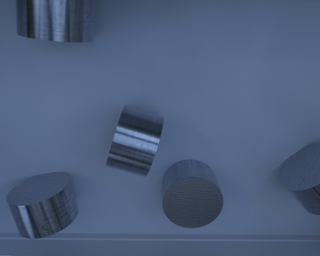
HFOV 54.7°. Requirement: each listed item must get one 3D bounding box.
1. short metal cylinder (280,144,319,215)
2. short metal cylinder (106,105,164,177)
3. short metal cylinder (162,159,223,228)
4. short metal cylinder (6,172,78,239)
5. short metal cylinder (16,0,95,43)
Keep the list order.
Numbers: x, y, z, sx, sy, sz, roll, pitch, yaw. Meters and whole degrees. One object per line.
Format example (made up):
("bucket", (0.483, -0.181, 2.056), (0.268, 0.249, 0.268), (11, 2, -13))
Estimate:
("short metal cylinder", (0.209, 0.067, 0.408), (0.080, 0.080, 0.050), (-40, 105, 13))
("short metal cylinder", (-0.032, 0.016, 0.387), (0.050, 0.080, 0.079), (17, 109, -6))
("short metal cylinder", (0.043, 0.091, 0.432), (0.081, 0.050, 0.079), (0, 110, 0))
("short metal cylinder", (-0.157, 0.102, 0.418), (0.080, 0.080, 0.050), (-8, 110, 3))
("short metal cylinder", (-0.112, -0.124, 0.335), (0.081, 0.080, 0.050), (6, 110, -3))
